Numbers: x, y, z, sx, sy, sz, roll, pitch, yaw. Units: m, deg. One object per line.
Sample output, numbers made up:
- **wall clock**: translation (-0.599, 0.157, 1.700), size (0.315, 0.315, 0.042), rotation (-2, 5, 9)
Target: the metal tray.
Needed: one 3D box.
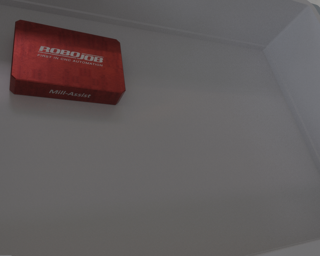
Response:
- **metal tray**: translation (-0.113, -0.080, 0.390), size (0.131, 0.030, 0.090), rotation (5, 60, -26)
